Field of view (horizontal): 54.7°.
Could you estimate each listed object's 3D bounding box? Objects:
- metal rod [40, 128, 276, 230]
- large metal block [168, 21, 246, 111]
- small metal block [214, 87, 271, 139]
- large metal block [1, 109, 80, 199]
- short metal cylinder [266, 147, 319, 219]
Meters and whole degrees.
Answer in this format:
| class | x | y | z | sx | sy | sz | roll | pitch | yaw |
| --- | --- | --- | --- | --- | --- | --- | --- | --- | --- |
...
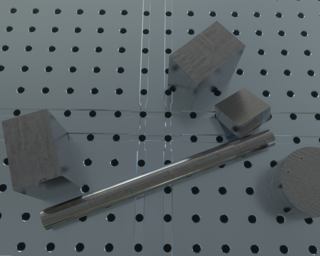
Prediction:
| class | x | y | z | sx | sy | sz | roll | pitch | yaw |
| --- | --- | --- | --- | --- | --- | --- | --- | --- | --- |
| metal rod | 0.004 | 0.061 | 0.389 | 0.302 | 0.025 | 0.025 | -19 | 71 | -7 |
| large metal block | 0.058 | -0.080 | 0.412 | 0.080 | 0.080 | 0.050 | -39 | 75 | -13 |
| small metal block | 0.109 | -0.021 | 0.410 | 0.050 | 0.025 | 0.050 | -31 | 48 | -11 |
| large metal block | -0.138 | 0.034 | 0.368 | 0.050 | 0.080 | 0.080 | -17 | 71 | -6 |
| short metal cylinder | 0.178 | 0.068 | 0.376 | 0.081 | 0.050 | 0.080 | 0 | 70 | 0 |
